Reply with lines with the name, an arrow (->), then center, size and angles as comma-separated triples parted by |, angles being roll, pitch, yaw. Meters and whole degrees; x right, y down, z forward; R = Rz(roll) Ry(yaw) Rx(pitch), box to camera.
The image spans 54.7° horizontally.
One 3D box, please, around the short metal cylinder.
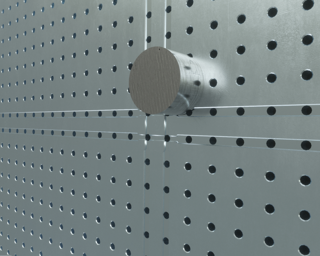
short metal cylinder -> 0.008, -0.056, 0.385 | 0.080, 0.050, 0.079 | 0, 90, 39
